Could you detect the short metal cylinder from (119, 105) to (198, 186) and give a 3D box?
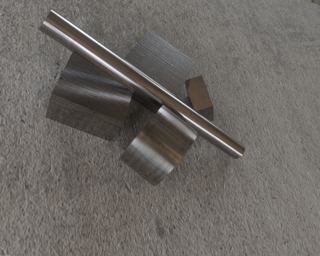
[{"bbox_3d":[-0.002,0.020,0.356,0.050,0.080,0.080,40,51,-2],"label":"short metal cylinder"}]

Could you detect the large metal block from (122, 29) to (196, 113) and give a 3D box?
[{"bbox_3d":[-0.008,-0.076,0.428,0.080,0.050,0.080,34,51,-6],"label":"large metal block"}]

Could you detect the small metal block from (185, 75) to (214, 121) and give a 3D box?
[{"bbox_3d":[0.056,-0.038,0.440,0.025,0.050,0.050,-17,67,4],"label":"small metal block"}]

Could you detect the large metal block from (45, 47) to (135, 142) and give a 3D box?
[{"bbox_3d":[-0.079,-0.041,0.371,0.080,0.050,0.080,23,53,-15],"label":"large metal block"}]

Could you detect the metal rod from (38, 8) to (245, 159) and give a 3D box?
[{"bbox_3d":[0.000,-0.037,0.375,0.301,0.025,0.025,32,50,-28],"label":"metal rod"}]
